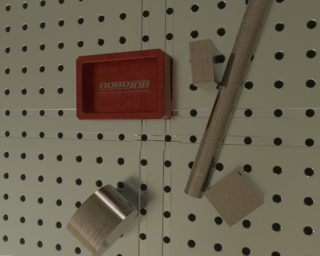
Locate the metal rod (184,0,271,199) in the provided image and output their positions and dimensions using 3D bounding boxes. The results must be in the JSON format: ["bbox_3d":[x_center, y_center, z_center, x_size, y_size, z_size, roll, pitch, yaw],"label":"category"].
[{"bbox_3d":[0.088,-0.056,0.381,0.025,0.025,0.298,20,96,18],"label":"metal rod"}]

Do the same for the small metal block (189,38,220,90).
[{"bbox_3d":[0.056,-0.076,0.379,0.025,0.050,0.050,-6,88,20],"label":"small metal block"}]

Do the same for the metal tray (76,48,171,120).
[{"bbox_3d":[-0.051,-0.056,0.426,0.130,0.030,0.089,0,90,19],"label":"metal tray"}]

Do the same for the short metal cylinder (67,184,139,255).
[{"bbox_3d":[-0.074,0.122,0.408,0.050,0.080,0.080,39,102,15],"label":"short metal cylinder"}]

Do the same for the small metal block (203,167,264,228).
[{"bbox_3d":[0.091,0.084,0.380,0.050,0.025,0.050,-42,77,15],"label":"small metal block"}]
